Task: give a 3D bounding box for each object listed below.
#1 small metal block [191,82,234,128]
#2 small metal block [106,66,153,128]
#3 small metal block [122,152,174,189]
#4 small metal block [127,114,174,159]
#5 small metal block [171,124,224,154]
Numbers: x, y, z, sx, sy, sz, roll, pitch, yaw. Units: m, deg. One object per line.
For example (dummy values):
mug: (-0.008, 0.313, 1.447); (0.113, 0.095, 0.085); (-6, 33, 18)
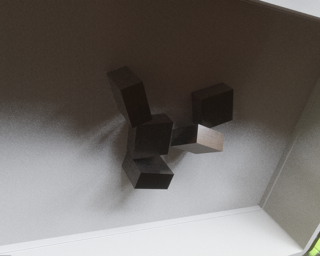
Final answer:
small metal block: (0.073, -0.030, 0.430); (0.050, 0.025, 0.050); (-19, 126, -17)
small metal block: (-0.035, -0.036, 0.351); (0.025, 0.050, 0.050); (-24, 127, -14)
small metal block: (-0.017, 0.057, 0.418); (0.050, 0.050, 0.025); (8, 114, -32)
small metal block: (-0.014, 0.010, 0.407); (0.050, 0.025, 0.050); (-6, 121, -26)
small metal block: (0.051, 0.017, 0.428); (0.050, 0.050, 0.025); (19, 71, -36)
